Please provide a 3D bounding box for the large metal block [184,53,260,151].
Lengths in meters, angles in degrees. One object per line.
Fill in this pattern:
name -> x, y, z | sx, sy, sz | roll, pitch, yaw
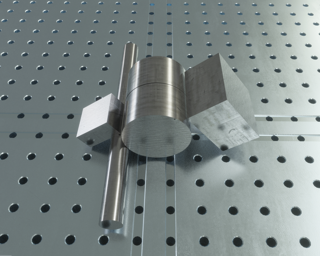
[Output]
large metal block -> 0.075, -0.031, 0.384 | 0.050, 0.080, 0.080 | -26, 44, 29

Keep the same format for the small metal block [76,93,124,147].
small metal block -> -0.075, -0.010, 0.396 | 0.050, 0.025, 0.050 | -24, 44, 26

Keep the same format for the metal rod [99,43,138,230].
metal rod -> -0.049, -0.015, 0.414 | 0.025, 0.025, 0.300 | 0, 50, 0

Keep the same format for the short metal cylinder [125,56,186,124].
short metal cylinder -> -0.003, -0.046, 0.405 | 0.081, 0.080, 0.050 | 0, 50, 0

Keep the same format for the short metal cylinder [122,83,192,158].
short metal cylinder -> -0.004, -0.007, 0.373 | 0.081, 0.080, 0.050 | 0, 50, 0
